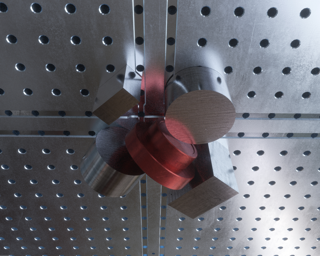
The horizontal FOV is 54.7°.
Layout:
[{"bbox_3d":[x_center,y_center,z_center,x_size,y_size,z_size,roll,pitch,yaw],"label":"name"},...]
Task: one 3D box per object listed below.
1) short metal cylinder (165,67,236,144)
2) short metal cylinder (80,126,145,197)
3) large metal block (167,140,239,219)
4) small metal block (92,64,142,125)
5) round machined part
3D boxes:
[{"bbox_3d":[0.046,-0.026,0.373,0.081,0.050,0.079,0,130,0],"label":"short metal cylinder"},{"bbox_3d":[-0.058,0.044,0.412,0.080,0.080,0.050,25,126,-20],"label":"short metal cylinder"},{"bbox_3d":[0.056,0.067,0.434,0.050,0.080,0.080,36,121,-27],"label":"large metal block"},{"bbox_3d":[-0.049,-0.039,0.361,0.050,0.050,0.025,-34,122,25],"label":"small metal block"},{"bbox_3d":[0.008,0.025,0.386,0.098,0.098,0.042,34,110,-26],"label":"round machined part"}]
